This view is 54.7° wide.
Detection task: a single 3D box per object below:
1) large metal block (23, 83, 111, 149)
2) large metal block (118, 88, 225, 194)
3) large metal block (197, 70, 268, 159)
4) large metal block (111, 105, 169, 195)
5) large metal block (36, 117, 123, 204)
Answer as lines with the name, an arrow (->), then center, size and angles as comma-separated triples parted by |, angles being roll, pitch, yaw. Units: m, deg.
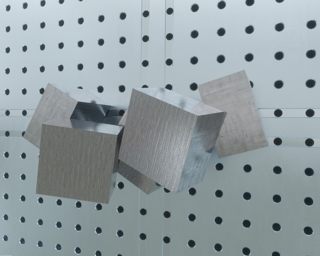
large metal block -> -0.125, -0.010, 0.425 | 0.050, 0.080, 0.080 | 31, 100, 17
large metal block -> 0.009, 0.008, 0.321 | 0.080, 0.050, 0.079 | 26, 112, 33
large metal block -> 0.086, -0.014, 0.352 | 0.050, 0.080, 0.080 | -17, 85, 19
large metal block -> -0.018, 0.026, 0.404 | 0.080, 0.050, 0.080 | 34, 101, 16
large metal block -> -0.091, 0.035, 0.360 | 0.081, 0.050, 0.079 | 9, 100, -2
